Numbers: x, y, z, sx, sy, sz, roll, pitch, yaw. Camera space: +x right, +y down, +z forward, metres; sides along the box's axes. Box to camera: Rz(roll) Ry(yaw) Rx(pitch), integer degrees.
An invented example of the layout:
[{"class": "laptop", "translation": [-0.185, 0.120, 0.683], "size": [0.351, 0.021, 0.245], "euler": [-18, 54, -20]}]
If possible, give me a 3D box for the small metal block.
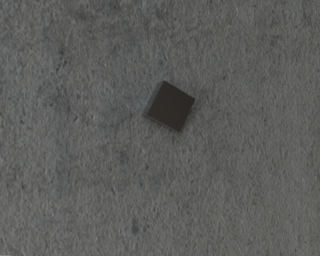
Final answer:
[{"class": "small metal block", "translation": [0.011, -0.028, 0.413], "size": [0.050, 0.025, 0.050], "euler": [29, 81, -18]}]
